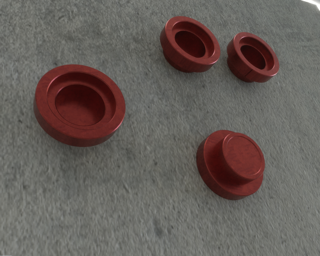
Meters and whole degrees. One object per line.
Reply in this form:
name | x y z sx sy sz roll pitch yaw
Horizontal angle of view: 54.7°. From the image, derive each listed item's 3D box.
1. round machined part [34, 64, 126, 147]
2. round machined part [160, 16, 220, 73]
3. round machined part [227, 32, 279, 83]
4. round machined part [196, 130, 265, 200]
round machined part | -0.093 -0.022 0.357 0.099 0.042 0.098 14 56 -21
round machined part | 0.044 -0.128 0.497 0.099 0.042 0.098 14 56 -21
round machined part | 0.161 -0.121 0.556 0.099 0.042 0.098 14 56 -21
round machined part | 0.103 0.045 0.423 0.099 0.042 0.098 14 56 -21
